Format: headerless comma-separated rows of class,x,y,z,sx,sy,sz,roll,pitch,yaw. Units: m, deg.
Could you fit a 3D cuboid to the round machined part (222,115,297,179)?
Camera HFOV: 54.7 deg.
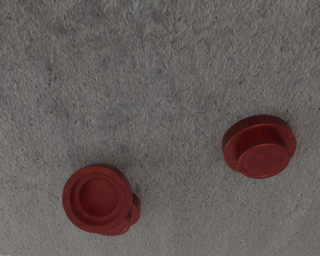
round machined part,0.137,0.032,0.425,0.099,0.042,0.097,0,130,0

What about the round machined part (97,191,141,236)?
round machined part,-0.082,0.145,0.518,0.099,0.042,0.097,0,130,0

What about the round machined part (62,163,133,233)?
round machined part,-0.089,0.101,0.460,0.099,0.042,0.097,0,91,4
